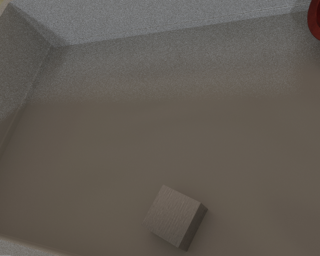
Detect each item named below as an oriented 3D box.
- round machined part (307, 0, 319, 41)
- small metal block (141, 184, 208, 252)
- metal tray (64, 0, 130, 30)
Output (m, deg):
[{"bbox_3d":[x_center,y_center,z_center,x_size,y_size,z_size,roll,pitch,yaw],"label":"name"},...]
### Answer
[{"bbox_3d":[0.221,-0.133,0.342,0.098,0.042,0.098,-28,54,49],"label":"round machined part"},{"bbox_3d":[0.016,0.097,0.337,0.050,0.025,0.050,19,72,35],"label":"small metal block"},{"bbox_3d":[-0.125,-0.235,0.548,0.090,0.130,0.030,3,64,29],"label":"metal tray"}]
